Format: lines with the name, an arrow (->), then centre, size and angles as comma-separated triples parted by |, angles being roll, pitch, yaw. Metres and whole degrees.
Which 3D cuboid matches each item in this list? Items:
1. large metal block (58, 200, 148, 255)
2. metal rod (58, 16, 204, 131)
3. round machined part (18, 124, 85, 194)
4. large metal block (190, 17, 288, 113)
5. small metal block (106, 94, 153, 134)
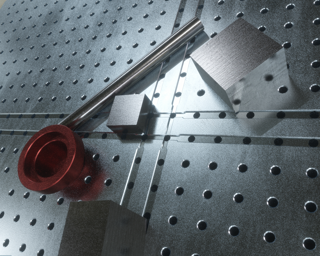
large metal block -> -0.058, 0.127, 0.325 | 0.050, 0.080, 0.080 | -8, 58, 24
metal rod -> -0.058, -0.069, 0.481 | 0.300, 0.025, 0.025 | -38, 51, 2
round machined part -> -0.149, 0.047, 0.444 | 0.098, 0.042, 0.098 | -11, 60, 19
large metal block -> 0.098, -0.080, 0.390 | 0.080, 0.050, 0.080 | -37, 51, 3
small metal block -> -0.043, -0.020, 0.443 | 0.050, 0.025, 0.050 | -1, 61, 27
